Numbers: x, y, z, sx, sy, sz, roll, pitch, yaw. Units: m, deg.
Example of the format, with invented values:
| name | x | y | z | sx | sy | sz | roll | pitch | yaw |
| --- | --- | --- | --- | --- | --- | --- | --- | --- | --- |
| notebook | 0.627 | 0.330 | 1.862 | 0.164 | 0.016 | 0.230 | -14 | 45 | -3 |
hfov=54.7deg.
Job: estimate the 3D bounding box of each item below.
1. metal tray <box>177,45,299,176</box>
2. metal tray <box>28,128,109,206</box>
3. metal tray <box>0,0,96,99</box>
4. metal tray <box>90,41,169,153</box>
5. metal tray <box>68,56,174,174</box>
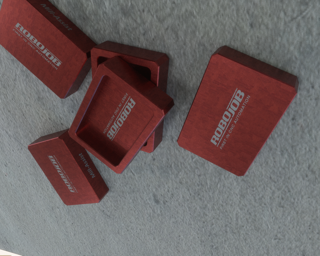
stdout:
| name | x | y | z | sx | sy | sz | roll | pitch | yaw |
| --- | --- | --- | --- | --- | --- | --- | --- | --- | --- |
| metal tray | 0.082 | -0.015 | 0.351 | 0.090 | 0.030 | 0.129 | 27 | 128 | 10 |
| metal tray | -0.155 | 0.070 | 0.526 | 0.090 | 0.030 | 0.129 | -14 | 112 | 33 |
| metal tray | -0.153 | -0.113 | 0.412 | 0.130 | 0.030 | 0.090 | 42 | 129 | -2 |
| metal tray | -0.040 | -0.038 | 0.399 | 0.090 | 0.030 | 0.129 | 17 | 125 | 18 |
| metal tray | -0.053 | -0.011 | 0.383 | 0.090 | 0.030 | 0.129 | 38 | 129 | 2 |
